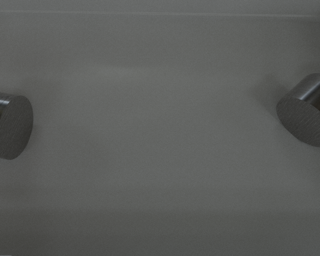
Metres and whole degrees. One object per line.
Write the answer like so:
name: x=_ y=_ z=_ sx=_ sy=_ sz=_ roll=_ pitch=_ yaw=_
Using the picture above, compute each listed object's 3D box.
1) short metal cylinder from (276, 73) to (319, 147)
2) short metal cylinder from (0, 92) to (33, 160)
short metal cylinder: x=0.197 y=-0.022 z=0.391 sx=0.050 sy=0.080 sz=0.080 roll=-40 pitch=75 yaw=-13
short metal cylinder: x=-0.200 y=-0.005 z=0.380 sx=0.050 sy=0.080 sz=0.080 roll=10 pitch=70 yaw=3
